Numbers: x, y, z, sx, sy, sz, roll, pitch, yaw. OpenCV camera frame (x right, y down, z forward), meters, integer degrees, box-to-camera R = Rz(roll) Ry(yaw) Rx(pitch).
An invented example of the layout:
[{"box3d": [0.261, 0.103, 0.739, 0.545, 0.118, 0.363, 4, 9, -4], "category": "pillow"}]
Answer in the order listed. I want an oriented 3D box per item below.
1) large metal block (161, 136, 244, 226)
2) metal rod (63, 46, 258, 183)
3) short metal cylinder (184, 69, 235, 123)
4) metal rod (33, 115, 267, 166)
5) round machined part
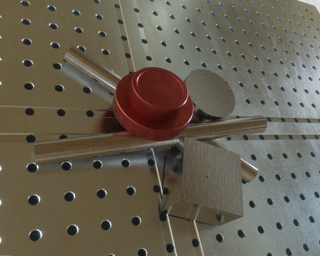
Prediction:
[{"box3d": [0.051, 0.066, 0.378, 0.081, 0.050, 0.080, 19, 54, -18], "category": "large metal block"}, {"box3d": [0.006, -0.015, 0.422, 0.301, 0.025, 0.025, 33, 51, -7], "category": "metal rod"}, {"box3d": [0.061, -0.038, 0.449, 0.081, 0.050, 0.080, 14, 56, -21], "category": "short metal cylinder"}, {"box3d": [0.007, 0.011, 0.383, 0.303, 0.025, 0.025, -7, 65, -24], "category": "metal rod"}, {"box3d": [-0.005, -0.036, 0.375, 0.099, 0.042, 0.098, 11, 50, -13], "category": "round machined part"}]
